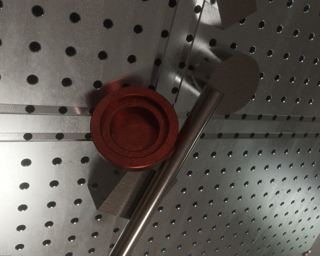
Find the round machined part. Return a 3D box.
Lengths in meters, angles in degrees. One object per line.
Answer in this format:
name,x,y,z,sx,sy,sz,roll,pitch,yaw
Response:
round machined part,-0.030,0.004,0.364,0.099,0.098,0.042,-25,164,-14

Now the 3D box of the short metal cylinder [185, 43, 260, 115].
short metal cylinder,0.080,-0.064,0.402,0.081,0.050,0.079,-14,125,-21

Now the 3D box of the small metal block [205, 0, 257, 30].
small metal block,0.083,-0.152,0.364,0.050,0.025,0.050,-32,129,-8

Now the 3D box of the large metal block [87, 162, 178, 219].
large metal block,-0.037,0.075,0.423,0.080,0.050,0.080,30,101,-38

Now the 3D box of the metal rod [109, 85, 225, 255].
metal rod,-0.005,0.082,0.395,0.025,0.025,0.298,17,109,-35
